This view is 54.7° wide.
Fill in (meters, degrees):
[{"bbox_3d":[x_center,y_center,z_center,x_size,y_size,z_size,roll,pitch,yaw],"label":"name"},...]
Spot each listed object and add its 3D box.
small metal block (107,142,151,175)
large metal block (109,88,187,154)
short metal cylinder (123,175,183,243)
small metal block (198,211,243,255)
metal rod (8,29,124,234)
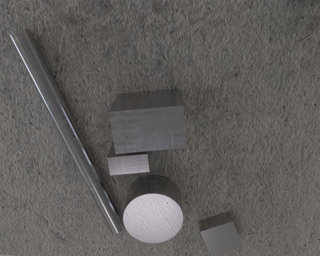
[{"bbox_3d":[-0.039,0.037,0.410,0.050,0.050,0.025,-5,110,2],"label":"small metal block"},{"bbox_3d":[-0.013,-0.011,0.376,0.080,0.080,0.050,-5,110,2],"label":"large metal block"},{"bbox_3d":[-0.009,0.114,0.438,0.081,0.050,0.079,0,110,0],"label":"short metal cylinder"},{"bbox_3d":[0.092,0.161,0.470,0.050,0.025,0.050,-21,109,7],"label":"small metal block"},{"bbox_3d":[-0.115,0.018,0.415,0.025,0.025,0.299,-19,109,7],"label":"metal rod"}]
